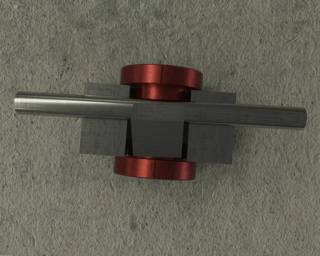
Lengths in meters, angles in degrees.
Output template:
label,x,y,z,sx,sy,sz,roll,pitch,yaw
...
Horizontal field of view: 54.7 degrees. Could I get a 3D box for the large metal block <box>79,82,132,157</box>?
label,x,y,z,sx,sy,sz,roll,pitch,yaw
large metal block,-0.061,-0.010,0.383,0.050,0.080,0.080,4,90,0

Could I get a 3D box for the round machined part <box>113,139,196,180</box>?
label,x,y,z,sx,sy,sz,roll,pitch,yaw
round machined part,-0.005,0.037,0.374,0.099,0.098,0.042,5,85,0

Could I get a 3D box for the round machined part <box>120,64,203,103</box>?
label,x,y,z,sx,sy,sz,roll,pitch,yaw
round machined part,0.001,-0.047,0.374,0.099,0.098,0.042,4,91,0

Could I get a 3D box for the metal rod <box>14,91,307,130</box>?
label,x,y,z,sx,sy,sz,roll,pitch,yaw
metal rod,0.001,-0.018,0.331,0.302,0.025,0.025,3,90,0

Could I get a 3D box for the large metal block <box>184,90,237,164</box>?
label,x,y,z,sx,sy,sz,roll,pitch,yaw
large metal block,0.057,-0.001,0.384,0.050,0.080,0.080,4,90,0

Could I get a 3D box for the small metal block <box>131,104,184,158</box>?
label,x,y,z,sx,sy,sz,roll,pitch,yaw
small metal block,-0.002,0.003,0.317,0.050,0.025,0.050,2,131,1
